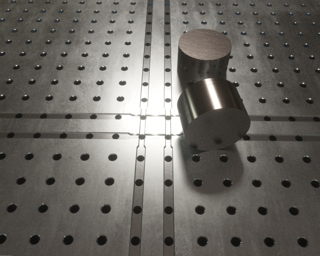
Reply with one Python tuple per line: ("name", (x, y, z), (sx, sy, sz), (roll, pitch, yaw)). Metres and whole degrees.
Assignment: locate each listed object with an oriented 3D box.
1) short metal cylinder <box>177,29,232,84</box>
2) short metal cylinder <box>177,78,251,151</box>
("short metal cylinder", (0.068, -0.112, 0.486), (0.081, 0.050, 0.080), (0, 50, 0))
("short metal cylinder", (0.065, -0.015, 0.386), (0.081, 0.080, 0.050), (-6, 51, -6))
